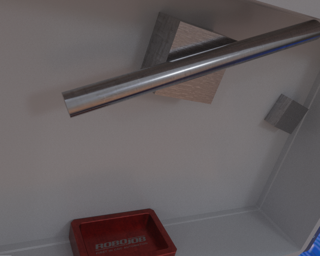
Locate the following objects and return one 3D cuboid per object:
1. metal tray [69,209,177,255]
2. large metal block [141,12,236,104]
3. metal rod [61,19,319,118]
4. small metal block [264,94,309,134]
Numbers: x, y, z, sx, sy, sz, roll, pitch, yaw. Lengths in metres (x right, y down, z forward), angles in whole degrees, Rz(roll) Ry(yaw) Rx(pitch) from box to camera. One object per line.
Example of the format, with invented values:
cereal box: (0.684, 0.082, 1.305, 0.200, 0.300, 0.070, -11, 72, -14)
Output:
metal tray: (-0.054, 0.163, 0.439, 0.131, 0.090, 0.030, 0, 119, -29)
large metal block: (0.031, -0.079, 0.362, 0.081, 0.050, 0.079, 7, 115, -32)
metal rod: (0.050, -0.070, 0.329, 0.302, 0.025, 0.025, -20, 126, -17)
small metal block: (0.209, -0.023, 0.512, 0.050, 0.025, 0.050, 19, 108, -36)
